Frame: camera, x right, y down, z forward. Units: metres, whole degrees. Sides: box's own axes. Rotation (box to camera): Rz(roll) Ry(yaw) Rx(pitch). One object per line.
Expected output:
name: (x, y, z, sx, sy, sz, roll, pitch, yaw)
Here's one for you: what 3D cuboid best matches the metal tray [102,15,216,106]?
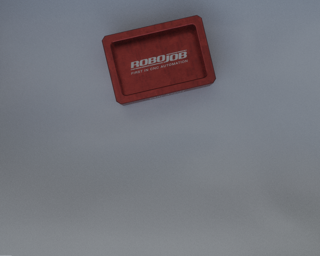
metal tray: (-0.001, -0.087, 0.408, 0.131, 0.030, 0.089, -13, 90, -1)
